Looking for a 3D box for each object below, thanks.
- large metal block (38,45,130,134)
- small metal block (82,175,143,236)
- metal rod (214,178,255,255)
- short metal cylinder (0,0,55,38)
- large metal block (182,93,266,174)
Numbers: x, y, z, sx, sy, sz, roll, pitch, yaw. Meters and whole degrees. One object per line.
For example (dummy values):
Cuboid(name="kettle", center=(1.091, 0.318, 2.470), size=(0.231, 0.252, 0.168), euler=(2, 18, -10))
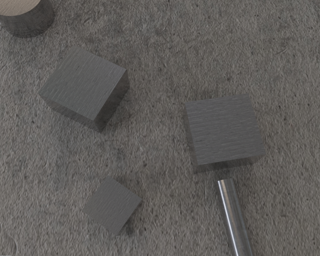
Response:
Cuboid(name="large metal block", center=(-0.097, -0.051, 0.413), size=(0.080, 0.050, 0.080), euler=(26, 72, 9))
Cuboid(name="small metal block", center=(-0.056, 0.094, 0.374), size=(0.050, 0.025, 0.050), euler=(33, 73, 11))
Cuboid(name="metal rod", center=(0.107, 0.204, 0.334), size=(0.025, 0.025, 0.299), euler=(-10, 70, -4))
Cuboid(name="short metal cylinder", center=(-0.205, -0.182, 0.460), size=(0.081, 0.050, 0.080), euler=(0, 70, 0))
Cuboid(name="large metal block", center=(0.077, 0.008, 0.393), size=(0.081, 0.050, 0.080), euler=(-9, 70, -3))
